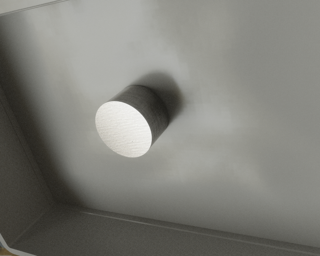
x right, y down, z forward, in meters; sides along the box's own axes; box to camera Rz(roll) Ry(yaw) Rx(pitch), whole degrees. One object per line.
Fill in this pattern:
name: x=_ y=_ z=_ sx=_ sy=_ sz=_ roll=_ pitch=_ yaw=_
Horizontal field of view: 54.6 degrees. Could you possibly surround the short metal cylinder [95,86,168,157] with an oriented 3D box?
short metal cylinder: x=-0.036 y=-0.009 z=0.404 sx=0.080 sy=0.050 sz=0.080 roll=13 pitch=124 yaw=21
